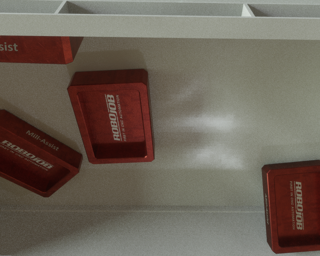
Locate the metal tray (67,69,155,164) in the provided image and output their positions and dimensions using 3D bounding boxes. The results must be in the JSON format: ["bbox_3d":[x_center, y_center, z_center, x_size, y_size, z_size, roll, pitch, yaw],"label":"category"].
[{"bbox_3d":[-0.056,-0.010,0.396,0.091,0.030,0.129,-3,130,2],"label":"metal tray"}]

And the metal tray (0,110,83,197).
[{"bbox_3d":[-0.190,0.041,0.438,0.130,0.030,0.090,36,121,-27],"label":"metal tray"}]

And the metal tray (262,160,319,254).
[{"bbox_3d":[0.206,0.117,0.463,0.090,0.030,0.129,-6,97,3],"label":"metal tray"}]

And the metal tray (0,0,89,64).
[{"bbox_3d":[-0.139,-0.095,0.283,0.131,0.090,0.030,2,130,-2],"label":"metal tray"}]
